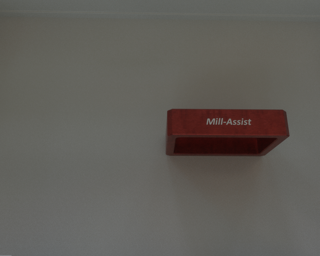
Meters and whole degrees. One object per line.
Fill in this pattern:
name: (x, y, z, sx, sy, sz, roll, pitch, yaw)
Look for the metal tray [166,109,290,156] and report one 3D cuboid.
metal tray: (0.073, 0.008, 0.373, 0.131, 0.090, 0.030, 0, 70, 0)
